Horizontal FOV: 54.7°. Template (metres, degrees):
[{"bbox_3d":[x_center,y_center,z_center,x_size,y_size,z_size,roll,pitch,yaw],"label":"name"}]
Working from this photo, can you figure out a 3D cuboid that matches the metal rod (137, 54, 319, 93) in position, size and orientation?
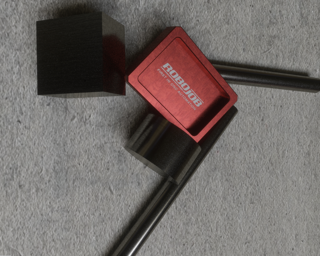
[{"bbox_3d":[0.113,-0.076,0.452,0.303,0.025,0.025,3,89,-21],"label":"metal rod"}]

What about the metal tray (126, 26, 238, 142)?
[{"bbox_3d":[0.028,-0.052,0.397,0.090,0.030,0.130,-47,115,-2],"label":"metal tray"}]

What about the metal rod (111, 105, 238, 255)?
[{"bbox_3d":[0.012,0.086,0.414,0.025,0.025,0.300,42,77,-16],"label":"metal rod"}]

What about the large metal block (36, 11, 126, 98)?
[{"bbox_3d":[-0.086,-0.076,0.343,0.080,0.050,0.079,-1,91,20],"label":"large metal block"}]

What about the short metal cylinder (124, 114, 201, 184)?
[{"bbox_3d":[0.003,0.026,0.382,0.080,0.080,0.050,38,78,-16],"label":"short metal cylinder"}]
